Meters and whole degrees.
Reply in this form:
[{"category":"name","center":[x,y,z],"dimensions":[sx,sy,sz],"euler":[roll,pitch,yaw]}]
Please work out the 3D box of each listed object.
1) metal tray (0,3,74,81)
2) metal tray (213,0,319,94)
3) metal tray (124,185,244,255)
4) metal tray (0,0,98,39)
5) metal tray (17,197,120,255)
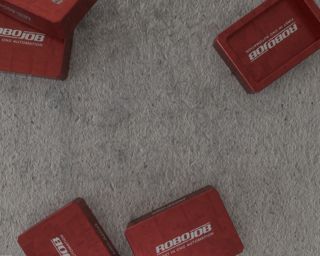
[{"category":"metal tray","center":[-0.185,-0.116,0.406],"dimensions":[0.131,0.030,0.089],"euler":[8,90,0]},{"category":"metal tray","center":[0.148,-0.117,0.408],"dimensions":[0.130,0.030,0.090],"euler":[-36,90,0]},{"category":"metal tray","center":[0.031,0.143,0.408],"dimensions":[0.131,0.030,0.090],"euler":[-25,90,0]},{"category":"metal tray","center":[-0.151,-0.173,0.381],"dimensions":[0.130,0.030,0.090],"euler":[26,67,7]},{"category":"metal tray","center":[-0.110,0.170,0.407],"dimensions":[0.090,0.030,0.130],"euler":[-33,90,0]}]
